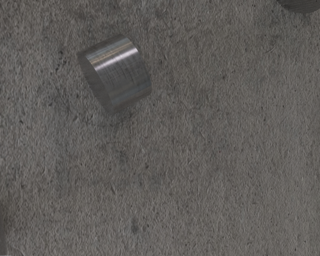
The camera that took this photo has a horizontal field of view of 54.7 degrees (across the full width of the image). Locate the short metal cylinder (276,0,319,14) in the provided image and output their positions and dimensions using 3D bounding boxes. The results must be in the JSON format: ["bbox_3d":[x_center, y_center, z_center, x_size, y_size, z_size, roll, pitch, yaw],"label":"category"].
[{"bbox_3d":[0.215,-0.218,0.459,0.080,0.080,0.050,37,78,-16],"label":"short metal cylinder"}]

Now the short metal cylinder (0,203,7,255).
[{"bbox_3d":[-0.199,0.109,0.306,0.081,0.080,0.050,-7,93,-20],"label":"short metal cylinder"}]

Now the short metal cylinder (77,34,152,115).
[{"bbox_3d":[-0.053,-0.062,0.360,0.050,0.080,0.080,-31,100,-17],"label":"short metal cylinder"}]
